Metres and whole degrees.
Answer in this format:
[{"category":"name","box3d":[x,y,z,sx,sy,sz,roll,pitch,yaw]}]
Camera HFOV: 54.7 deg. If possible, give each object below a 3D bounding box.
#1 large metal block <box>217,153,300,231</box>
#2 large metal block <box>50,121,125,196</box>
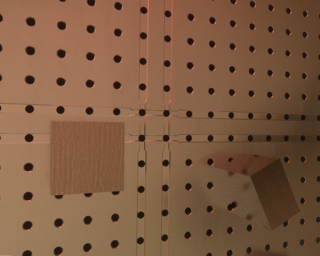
[{"category":"large metal block","box3d":[0.135,0.085,0.435,0.050,0.080,0.080,-26,99,-18]},{"category":"large metal block","box3d":[-0.088,0.033,0.368,0.081,0.050,0.079,0,90,-21]}]
